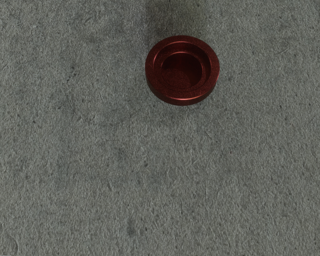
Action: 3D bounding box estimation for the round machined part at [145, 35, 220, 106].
[{"bbox_3d":[0.030,-0.074,0.427,0.099,0.042,0.098,0,70,0],"label":"round machined part"}]
